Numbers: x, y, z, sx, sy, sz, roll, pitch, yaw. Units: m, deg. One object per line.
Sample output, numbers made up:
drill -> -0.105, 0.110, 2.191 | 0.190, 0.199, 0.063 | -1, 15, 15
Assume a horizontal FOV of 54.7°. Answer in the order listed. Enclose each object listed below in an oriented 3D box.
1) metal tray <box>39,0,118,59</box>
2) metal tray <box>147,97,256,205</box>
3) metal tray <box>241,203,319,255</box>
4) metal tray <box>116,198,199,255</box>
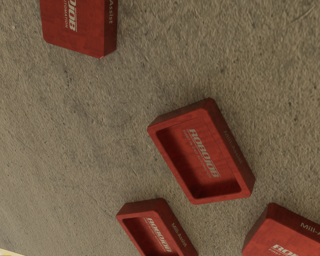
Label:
metal tray -> -0.095, -0.155, 0.358 | 0.090, 0.030, 0.129 | 20, 126, 16
metal tray -> 0.053, 0.035, 0.396 | 0.090, 0.030, 0.130 | -20, 108, 35
metal tray -> 0.186, 0.164, 0.407 | 0.130, 0.030, 0.089 | 25, 128, 12
metal tray -> -0.004, 0.181, 0.517 | 0.090, 0.030, 0.130 | -18, 109, 35
